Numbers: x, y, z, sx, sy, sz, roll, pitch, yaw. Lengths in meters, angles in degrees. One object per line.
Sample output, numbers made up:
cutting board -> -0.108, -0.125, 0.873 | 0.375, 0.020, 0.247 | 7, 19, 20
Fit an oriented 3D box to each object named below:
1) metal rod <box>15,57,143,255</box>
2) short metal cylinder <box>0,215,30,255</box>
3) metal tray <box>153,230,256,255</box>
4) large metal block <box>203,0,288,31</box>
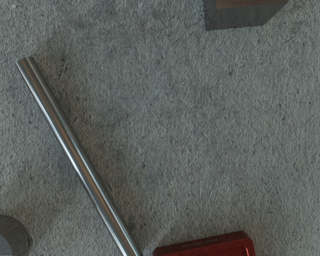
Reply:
metal rod -> -0.106, 0.043, 0.408 | 0.025, 0.025, 0.299 | -29, 90, 0
short metal cylinder -> -0.216, 0.158, 0.395 | 0.081, 0.050, 0.079 | 0, 90, -1
metal tray -> 0.062, 0.195, 0.408 | 0.131, 0.030, 0.089 | -11, 90, -1
large metal block -> 0.100, -0.161, 0.384 | 0.081, 0.080, 0.050 | -6, 90, -1
